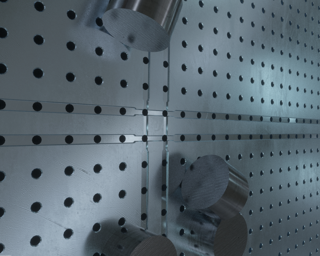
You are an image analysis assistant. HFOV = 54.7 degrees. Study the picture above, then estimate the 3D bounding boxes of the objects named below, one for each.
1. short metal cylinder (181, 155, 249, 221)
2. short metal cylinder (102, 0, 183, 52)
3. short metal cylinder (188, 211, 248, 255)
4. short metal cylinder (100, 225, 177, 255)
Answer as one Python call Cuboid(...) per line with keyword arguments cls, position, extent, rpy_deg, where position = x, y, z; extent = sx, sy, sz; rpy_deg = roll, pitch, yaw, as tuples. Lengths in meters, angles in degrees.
Cuboid(cls="short metal cylinder", position=(0.078, 0.085, 0.441), extent=(0.050, 0.080, 0.080), rpy_deg=(36, 68, -35))
Cuboid(cls="short metal cylinder", position=(-0.020, -0.132, 0.358), extent=(0.080, 0.080, 0.050), rpy_deg=(29, 72, -37))
Cuboid(cls="short metal cylinder", position=(0.088, 0.163, 0.470), extent=(0.081, 0.050, 0.079), rpy_deg=(0, 91, -40))
Cuboid(cls="short metal cylinder", position=(-0.025, 0.164, 0.374), extent=(0.081, 0.050, 0.079), rpy_deg=(0, 90, -40))
